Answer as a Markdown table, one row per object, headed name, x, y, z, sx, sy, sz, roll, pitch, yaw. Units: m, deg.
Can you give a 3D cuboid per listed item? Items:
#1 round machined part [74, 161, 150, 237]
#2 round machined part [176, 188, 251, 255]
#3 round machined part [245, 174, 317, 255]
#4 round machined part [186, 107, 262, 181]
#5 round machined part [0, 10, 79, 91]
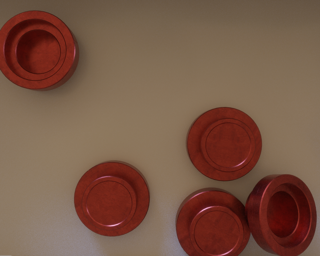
| name | x | y | z | sx | sy | sz | roll | pitch | yaw |
| --- | --- | --- | --- | --- | --- | --- | --- | --- | --- |
| round machined part | -0.063 | 0.093 | 0.402 | 0.099 | 0.042 | 0.097 | 0 | 90 | -1 |
| round machined part | 0.071 | 0.130 | 0.404 | 0.099 | 0.042 | 0.097 | 0 | 90 | -1 |
| round machined part | 0.147 | 0.108 | 0.392 | 0.099 | 0.042 | 0.097 | 5 | 79 | -27 |
| round machined part | 0.085 | 0.021 | 0.404 | 0.099 | 0.042 | 0.097 | 0 | 90 | -1 |
| round machined part | -0.153 | -0.096 | 0.401 | 0.099 | 0.042 | 0.097 | 0 | 90 | -1 |
